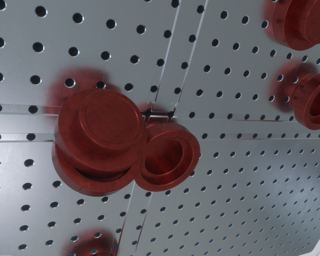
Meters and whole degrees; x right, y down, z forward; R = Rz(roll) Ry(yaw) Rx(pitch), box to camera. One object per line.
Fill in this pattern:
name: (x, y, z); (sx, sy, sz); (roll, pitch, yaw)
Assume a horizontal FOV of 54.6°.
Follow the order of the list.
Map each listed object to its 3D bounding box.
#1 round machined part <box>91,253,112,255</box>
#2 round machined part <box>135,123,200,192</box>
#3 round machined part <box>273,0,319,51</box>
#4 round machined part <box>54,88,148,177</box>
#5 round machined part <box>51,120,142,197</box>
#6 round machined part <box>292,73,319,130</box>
round machined part: (-0.099, 0.241, 0.495); (0.099, 0.042, 0.097); (-14, 124, -21)
round machined part: (0.002, 0.035, 0.422); (0.099, 0.042, 0.097); (-14, 124, -21)
round machined part: (0.206, -0.152, 0.418); (0.099, 0.042, 0.097); (-14, 124, -21)
round machined part: (-0.057, -0.001, 0.329); (0.099, 0.098, 0.042); (3, 153, -30)
round machined part: (-0.073, 0.031, 0.355); (0.099, 0.098, 0.042); (3, 154, -30)
round machined part: (0.259, -0.049, 0.510); (0.099, 0.042, 0.097); (-14, 124, -21)
